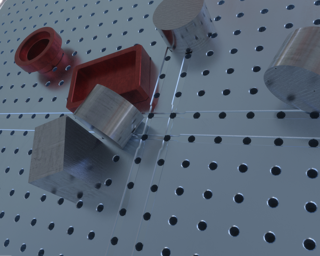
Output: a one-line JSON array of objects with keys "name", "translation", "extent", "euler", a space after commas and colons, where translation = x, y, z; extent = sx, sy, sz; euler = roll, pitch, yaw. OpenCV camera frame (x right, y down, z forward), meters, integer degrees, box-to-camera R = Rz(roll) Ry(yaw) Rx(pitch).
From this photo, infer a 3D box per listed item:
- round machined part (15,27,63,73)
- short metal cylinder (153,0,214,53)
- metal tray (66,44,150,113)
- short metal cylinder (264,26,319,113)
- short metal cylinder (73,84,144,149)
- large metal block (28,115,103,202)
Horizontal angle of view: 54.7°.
[{"name": "round machined part", "translation": [-0.233, -0.148, 0.611], "extent": [0.098, 0.042, 0.098], "euler": [-13, 56, 21]}, {"name": "short metal cylinder", "translation": [0.036, -0.162, 0.473], "extent": [0.080, 0.050, 0.080], "euler": [-13, 56, 21]}, {"name": "metal tray", "translation": [-0.082, -0.074, 0.493], "extent": [0.130, 0.030, 0.090], "euler": [-13, 56, 21]}, {"name": "short metal cylinder", "translation": [0.159, -0.059, 0.326], "extent": [0.080, 0.080, 0.050], "euler": [24, 75, 36]}, {"name": "short metal cylinder", "translation": [-0.069, -0.015, 0.418], "extent": [0.080, 0.080, 0.050], "euler": [25, 76, 37]}, {"name": "large metal block", "translation": [-0.120, 0.042, 0.410], "extent": [0.050, 0.080, 0.080], "euler": [-20, 54, 16]}]
